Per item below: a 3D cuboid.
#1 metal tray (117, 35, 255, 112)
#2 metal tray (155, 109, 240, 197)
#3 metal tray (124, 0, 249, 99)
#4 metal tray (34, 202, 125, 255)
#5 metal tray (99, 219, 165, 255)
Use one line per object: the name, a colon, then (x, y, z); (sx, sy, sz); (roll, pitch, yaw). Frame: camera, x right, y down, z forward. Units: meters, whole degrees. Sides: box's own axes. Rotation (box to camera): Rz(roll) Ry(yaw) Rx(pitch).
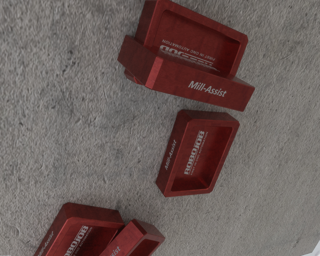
metal tray: (0.029, -0.060, 0.342); (0.131, 0.090, 0.030); (10, 113, -33)
metal tray: (0.054, 0.039, 0.457); (0.091, 0.030, 0.129); (2, 117, -30)
metal tray: (0.033, -0.083, 0.359); (0.131, 0.030, 0.089); (11, 104, -32)
metal tray: (-0.120, 0.171, 0.443); (0.091, 0.030, 0.129); (22, 107, -36)
metal tray: (-0.058, 0.201, 0.466); (0.130, 0.030, 0.090); (-47, 150, -5)
